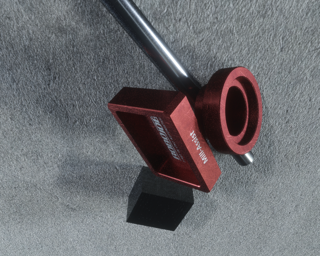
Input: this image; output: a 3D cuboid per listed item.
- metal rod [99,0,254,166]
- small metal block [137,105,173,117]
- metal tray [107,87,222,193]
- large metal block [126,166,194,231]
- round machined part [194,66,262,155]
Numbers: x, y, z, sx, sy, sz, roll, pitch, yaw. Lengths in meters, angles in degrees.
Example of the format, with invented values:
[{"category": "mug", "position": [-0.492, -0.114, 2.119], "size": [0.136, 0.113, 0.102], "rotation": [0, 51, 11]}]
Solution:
[{"category": "metal rod", "position": [0.033, -0.047, 0.367], "size": [0.025, 0.025, 0.300], "rotation": [-30, 124, 23]}, {"category": "small metal block", "position": [-0.005, -0.014, 0.395], "size": [0.050, 0.025, 0.050], "rotation": [-3, 130, 2]}, {"category": "metal tray", "position": [0.007, 0.014, 0.352], "size": [0.090, 0.030, 0.130], "rotation": [11, 143, 41]}, {"category": "large metal block", "position": [-0.001, 0.112, 0.487], "size": [0.081, 0.050, 0.079], "rotation": [15, 129, -13]}, {"category": "round machined part", "position": [0.076, -0.019, 0.354], "size": [0.042, 0.098, 0.098], "rotation": [1, 139, 42]}]
